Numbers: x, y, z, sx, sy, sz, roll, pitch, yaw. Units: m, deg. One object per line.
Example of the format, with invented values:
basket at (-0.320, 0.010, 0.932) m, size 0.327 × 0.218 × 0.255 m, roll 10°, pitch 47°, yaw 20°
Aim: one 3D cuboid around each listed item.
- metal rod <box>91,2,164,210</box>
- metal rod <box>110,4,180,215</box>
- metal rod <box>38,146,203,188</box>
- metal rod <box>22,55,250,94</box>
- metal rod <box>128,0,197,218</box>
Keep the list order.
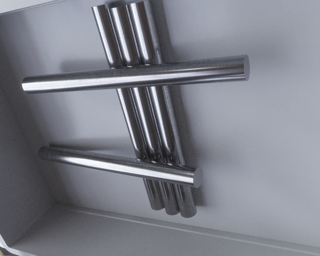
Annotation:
metal rod at (-0.034, -0.011, 0.419) m, size 0.025 × 0.025 × 0.298 m, roll 0°, pitch 119°, yaw 28°
metal rod at (-0.011, -0.006, 0.410) m, size 0.025 × 0.025 × 0.298 m, roll 1°, pitch 119°, yaw 28°
metal rod at (-0.078, 0.051, 0.457) m, size 0.300 × 0.025 × 0.025 m, roll 4°, pitch 121°, yaw 34°
metal rod at (-0.050, -0.059, 0.365) m, size 0.300 × 0.025 × 0.025 m, roll 1°, pitch 119°, yaw 28°
metal rod at (0.010, -0.006, 0.397) m, size 0.025 × 0.025 × 0.298 m, roll 1°, pitch 119°, yaw 28°
